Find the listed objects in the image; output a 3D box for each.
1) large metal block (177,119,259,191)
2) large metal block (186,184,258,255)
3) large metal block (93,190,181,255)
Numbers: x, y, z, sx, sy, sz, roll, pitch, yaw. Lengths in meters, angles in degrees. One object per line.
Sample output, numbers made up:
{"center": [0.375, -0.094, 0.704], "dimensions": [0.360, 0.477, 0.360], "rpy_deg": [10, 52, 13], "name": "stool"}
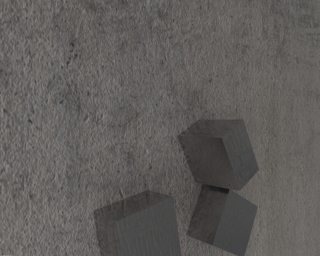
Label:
{"center": [0.082, 0.035, 0.437], "dimensions": [0.050, 0.080, 0.080], "rpy_deg": [-35, 112, -34], "name": "large metal block"}
{"center": [0.096, 0.140, 0.469], "dimensions": [0.080, 0.050, 0.080], "rpy_deg": [34, 69, -35], "name": "large metal block"}
{"center": [-0.025, 0.128, 0.367], "dimensions": [0.081, 0.050, 0.079], "rpy_deg": [-13, 99, -39], "name": "large metal block"}
